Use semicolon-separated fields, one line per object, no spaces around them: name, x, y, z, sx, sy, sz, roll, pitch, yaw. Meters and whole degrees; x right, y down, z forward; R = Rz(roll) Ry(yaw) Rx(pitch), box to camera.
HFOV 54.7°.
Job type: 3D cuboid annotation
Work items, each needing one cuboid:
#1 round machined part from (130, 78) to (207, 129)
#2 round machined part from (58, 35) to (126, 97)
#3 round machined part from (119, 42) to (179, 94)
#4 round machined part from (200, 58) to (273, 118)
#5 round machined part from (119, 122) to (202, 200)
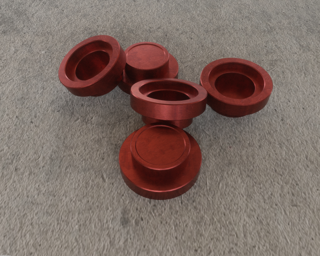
round machined part;0.011;-0.030;0.406;0.099;0.042;0.098;2;27;-1
round machined part;-0.093;-0.085;0.450;0.098;0.042;0.098;-11;56;17
round machined part;-0.021;-0.095;0.472;0.099;0.042;0.098;0;50;0
round machined part;0.105;-0.053;0.439;0.099;0.042;0.098;0;50;0
round machined part;0.001;0.031;0.367;0.099;0.042;0.098;0;50;0
